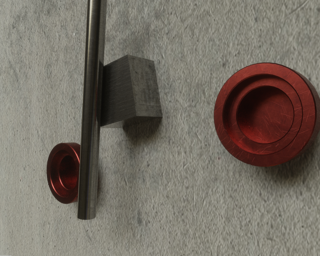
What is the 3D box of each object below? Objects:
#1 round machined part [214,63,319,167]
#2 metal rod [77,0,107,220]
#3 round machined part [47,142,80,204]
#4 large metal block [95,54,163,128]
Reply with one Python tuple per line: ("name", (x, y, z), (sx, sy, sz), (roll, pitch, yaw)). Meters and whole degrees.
("round machined part", (0.107, -0.012, 0.306), (0.098, 0.042, 0.097), (0, 90, 40))
("metal rod", (-0.091, -0.028, 0.414), (0.025, 0.025, 0.298), (6, 94, 40))
("round machined part", (-0.142, 0.072, 0.511), (0.098, 0.042, 0.097), (0, 90, 40))
("large metal block", (-0.049, -0.046, 0.429), (0.080, 0.050, 0.080), (-14, 81, 39))
